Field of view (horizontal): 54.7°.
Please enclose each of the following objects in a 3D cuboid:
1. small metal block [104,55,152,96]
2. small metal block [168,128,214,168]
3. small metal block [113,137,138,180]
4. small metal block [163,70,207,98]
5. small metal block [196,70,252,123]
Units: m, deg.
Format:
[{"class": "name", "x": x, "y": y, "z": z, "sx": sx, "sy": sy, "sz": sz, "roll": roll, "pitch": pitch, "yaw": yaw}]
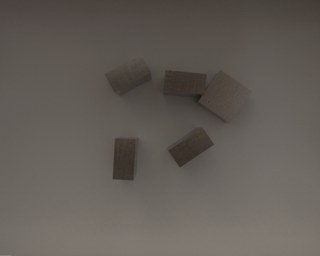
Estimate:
[{"class": "small metal block", "x": -0.039, "y": -0.066, "z": 0.398, "sx": 0.050, "sy": 0.050, "sz": 0.025, "roll": -29, "pitch": 90, "yaw": 0}, {"class": "small metal block", "x": 0.038, "y": 0.024, "z": 0.399, "sx": 0.050, "sy": 0.050, "sz": 0.025, "roll": -34, "pitch": 90, "yaw": 0}, {"class": "small metal block", "x": -0.043, "y": 0.038, "z": 0.398, "sx": 0.025, "sy": 0.050, "sz": 0.050, "roll": 3, "pitch": 90, "yaw": 0}, {"class": "small metal block", "x": 0.030, "y": -0.056, "z": 0.399, "sx": 0.050, "sy": 0.050, "sz": 0.025, "roll": 6, "pitch": 90, "yaw": 0}, {"class": "small metal block", "x": 0.084, "y": -0.041, "z": 0.413, "sx": 0.050, "sy": 0.025, "sz": 0.050, "roll": 34, "pitch": 90, "yaw": -1}]
